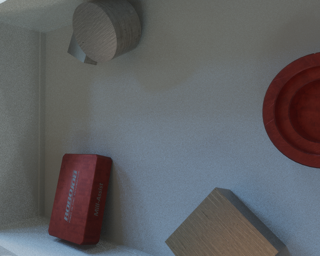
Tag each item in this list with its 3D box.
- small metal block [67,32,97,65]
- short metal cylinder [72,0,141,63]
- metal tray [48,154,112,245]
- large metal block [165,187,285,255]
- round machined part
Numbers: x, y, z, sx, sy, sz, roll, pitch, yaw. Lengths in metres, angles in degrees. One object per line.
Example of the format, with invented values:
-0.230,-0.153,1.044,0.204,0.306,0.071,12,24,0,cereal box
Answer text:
-0.120,-0.136,0.503,0.050,0.025,0.050,34,111,34,small metal block
-0.073,-0.137,0.428,0.080,0.050,0.079,22,130,28,short metal cylinder
-0.125,0.107,0.484,0.090,0.030,0.129,-3,74,39,metal tray
0.067,0.120,0.321,0.080,0.050,0.080,-50,60,9,large metal block
0.147,-0.015,0.274,0.098,0.042,0.097,0,90,39,round machined part
